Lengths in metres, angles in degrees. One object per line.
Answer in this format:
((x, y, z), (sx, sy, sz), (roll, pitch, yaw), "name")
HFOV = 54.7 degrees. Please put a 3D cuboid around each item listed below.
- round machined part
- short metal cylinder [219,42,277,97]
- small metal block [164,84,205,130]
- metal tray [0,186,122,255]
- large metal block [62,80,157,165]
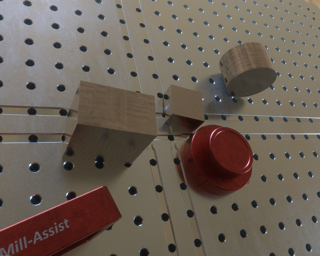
((0.086, 0.038, 0.420), (0.099, 0.042, 0.098), (14, 56, -21), "round machined part")
((0.142, -0.093, 0.506), (0.081, 0.080, 0.050), (4, 60, -26), "short metal cylinder")
((0.034, -0.030, 0.445), (0.050, 0.025, 0.050), (12, 57, -22), "small metal block")
((-0.105, 0.097, 0.250), (0.131, 0.090, 0.030), (-19, 72, -35), "metal tray")
((-0.058, -0.001, 0.342), (0.081, 0.080, 0.050), (9, 58, -23), "large metal block")
